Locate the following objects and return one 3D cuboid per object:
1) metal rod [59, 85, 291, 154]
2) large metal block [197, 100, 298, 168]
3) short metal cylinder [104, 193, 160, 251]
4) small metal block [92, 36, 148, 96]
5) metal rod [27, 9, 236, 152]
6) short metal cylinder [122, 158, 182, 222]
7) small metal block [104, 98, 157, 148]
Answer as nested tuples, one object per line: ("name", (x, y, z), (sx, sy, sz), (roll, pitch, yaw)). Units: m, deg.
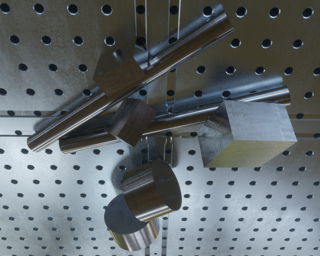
("metal rod", (0.011, -0.008, 0.404), (0.301, 0.025, 0.025), (-13, 129, 10))
("large metal block", (0.102, 0.011, 0.380), (0.081, 0.050, 0.080), (2, 151, -17))
("short metal cylinder", (-0.044, 0.149, 0.502), (0.080, 0.080, 0.050), (-8, 130, 6))
("small metal block", (-0.042, -0.068, 0.337), (0.050, 0.050, 0.025), (-24, 126, 19))
("metal rod", (-0.051, -0.044, 0.373), (0.300, 0.025, 0.025), (-28, 125, 22))
("short metal cylinder", (-0.010, 0.090, 0.452), (0.050, 0.080, 0.080), (-26, 125, 20))
("small metal block", (-0.037, -0.008, 0.374), (0.025, 0.050, 0.050), (37, 80, -27))
